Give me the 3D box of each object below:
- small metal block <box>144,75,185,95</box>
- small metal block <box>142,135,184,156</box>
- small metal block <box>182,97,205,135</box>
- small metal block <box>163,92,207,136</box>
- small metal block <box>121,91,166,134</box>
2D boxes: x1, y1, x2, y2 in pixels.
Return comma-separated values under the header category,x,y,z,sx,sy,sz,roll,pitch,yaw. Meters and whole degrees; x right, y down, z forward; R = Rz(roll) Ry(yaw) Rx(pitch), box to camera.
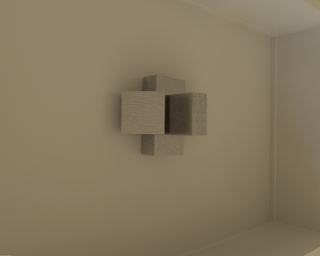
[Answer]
category,x,y,z,sx,sy,sz,roll,pitch,yaw
small metal block,0.006,-0.040,0.408,0.050,0.025,0.050,3,88,-41
small metal block,0.005,0.010,0.408,0.050,0.025,0.050,3,88,-40
small metal block,0.047,-0.016,0.428,0.050,0.025,0.050,5,86,-79
small metal block,0.030,-0.016,0.380,0.025,0.050,0.050,1,90,-41
small metal block,-0.019,-0.018,0.370,0.050,0.025,0.050,1,90,3
